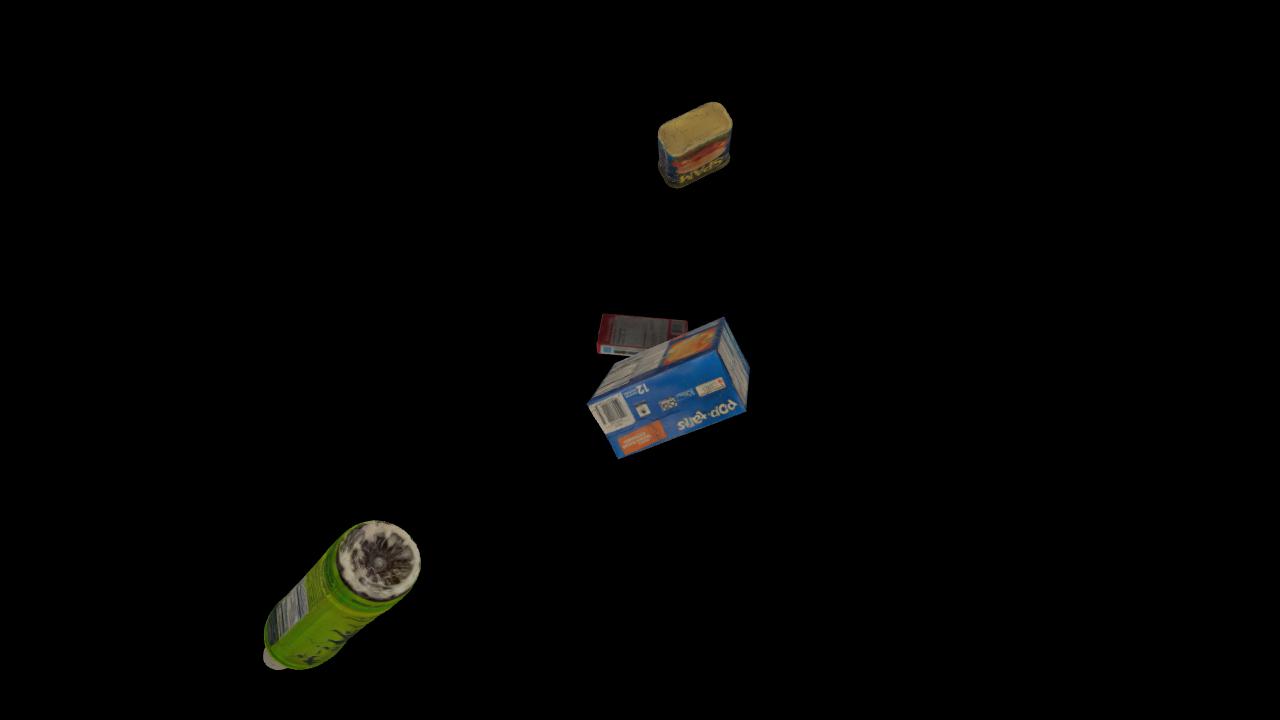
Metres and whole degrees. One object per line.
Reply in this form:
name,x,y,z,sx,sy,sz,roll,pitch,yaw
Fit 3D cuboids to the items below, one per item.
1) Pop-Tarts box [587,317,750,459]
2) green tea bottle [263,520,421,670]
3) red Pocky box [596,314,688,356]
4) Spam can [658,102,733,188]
Pop-Tarts box,0.041,0.031,0.754,0.167,0.083,0.141,-23,14,18
green tea bottle,-0.268,0.212,0.525,0.212,0.073,0.073,-39,-22,29
red Pocky box,0.005,-0.041,1.080,0.155,0.083,0.028,5,-44,2
Spam can,0.074,-0.292,0.836,0.101,0.058,0.085,-27,-13,-3
